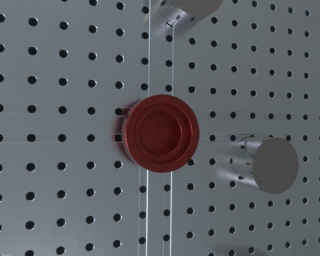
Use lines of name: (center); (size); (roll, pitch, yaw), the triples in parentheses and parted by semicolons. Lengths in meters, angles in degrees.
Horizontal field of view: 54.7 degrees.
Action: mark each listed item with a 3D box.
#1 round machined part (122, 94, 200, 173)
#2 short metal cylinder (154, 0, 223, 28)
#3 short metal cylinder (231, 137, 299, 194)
round machined part: (-0.002, 0.007, 0.403); (0.099, 0.042, 0.097); (0, 90, -20)
short metal cylinder: (0.038, -0.180, 0.413); (0.081, 0.050, 0.079); (0, 90, -20)
short metal cylinder: (0.154, 0.053, 0.456); (0.081, 0.050, 0.079); (0, 90, -20)
